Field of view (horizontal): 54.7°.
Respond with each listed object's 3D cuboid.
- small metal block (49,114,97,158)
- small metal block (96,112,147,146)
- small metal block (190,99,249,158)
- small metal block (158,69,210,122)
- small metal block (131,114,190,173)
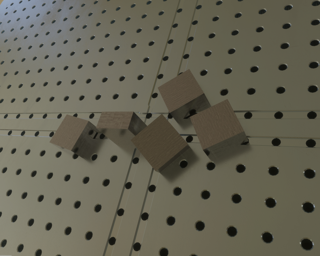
[{"bbox_3d":[-0.130,0.011,0.467,0.050,0.025,0.050,15,69,33],"label":"small metal block"},{"bbox_3d":[-0.048,0.001,0.415,0.050,0.050,0.025,1,63,29],"label":"small metal block"},{"bbox_3d":[0.070,0.001,0.370,0.050,0.025,0.050,-26,53,12],"label":"small metal block"},{"bbox_3d":[0.031,-0.044,0.418,0.050,0.025,0.050,-30,52,8],"label":"small metal block"},{"bbox_3d":[0.001,0.020,0.384,0.050,0.025,0.050,-40,73,0],"label":"small metal block"}]
